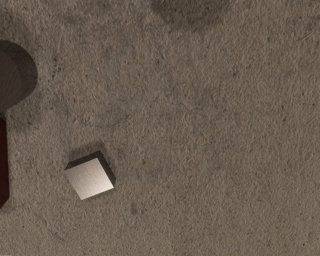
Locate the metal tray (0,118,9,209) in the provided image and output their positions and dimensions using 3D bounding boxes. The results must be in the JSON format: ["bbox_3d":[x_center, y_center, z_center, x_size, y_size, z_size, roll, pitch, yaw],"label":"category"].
[{"bbox_3d":[-0.259,0.047,0.420,0.091,0.030,0.129,7,110,-3],"label":"metal tray"}]

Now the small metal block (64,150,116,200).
[{"bbox_3d":[-0.097,0.066,0.433,0.050,0.025,0.050,-22,109,7],"label":"small metal block"}]

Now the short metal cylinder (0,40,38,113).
[{"bbox_3d":[-0.196,-0.063,0.371,0.081,0.050,0.079,0,110,-1],"label":"short metal cylinder"}]
